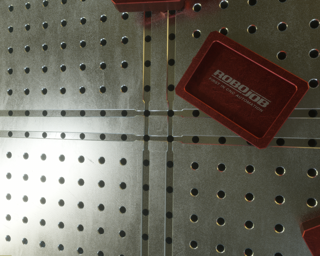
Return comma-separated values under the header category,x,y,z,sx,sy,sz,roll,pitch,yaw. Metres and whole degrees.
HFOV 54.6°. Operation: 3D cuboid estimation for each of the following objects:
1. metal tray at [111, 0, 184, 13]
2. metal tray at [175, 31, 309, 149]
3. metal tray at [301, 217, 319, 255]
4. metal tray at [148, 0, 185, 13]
category,x,y,z,sx,sy,sz,roll,pitch,yaw
metal tray,-0.016,-0.220,0.398,0.090,0.030,0.129,-1,90,4
metal tray,0.095,-0.046,0.376,0.130,0.030,0.090,36,101,16
metal tray,0.233,0.124,0.328,0.130,0.030,0.090,-29,81,17
metal tray,0.013,-0.227,0.390,0.090,0.030,0.129,-14,85,39
